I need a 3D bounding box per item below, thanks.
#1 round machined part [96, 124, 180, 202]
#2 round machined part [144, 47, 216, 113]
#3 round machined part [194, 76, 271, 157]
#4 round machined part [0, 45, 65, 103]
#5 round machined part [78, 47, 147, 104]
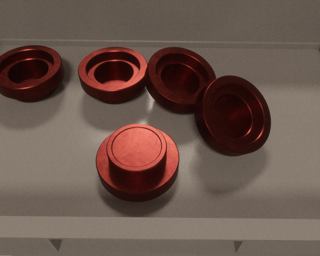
[{"bbox_3d":[-0.026,0.033,0.366,0.099,0.042,0.098,0,50,0],"label":"round machined part"},{"bbox_3d":[0.026,-0.063,0.435,0.099,0.042,0.098,8,60,-13],"label":"round machined part"},{"bbox_3d":[0.086,-0.012,0.387,0.099,0.042,0.098,7,73,-22],"label":"round machined part"},{"bbox_3d":[-0.190,-0.076,0.455,0.099,0.042,0.098,0,50,0],"label":"round machined part"},{"bbox_3d":[-0.067,-0.073,0.454,0.099,0.042,0.098,0,50,0],"label":"round machined part"}]
